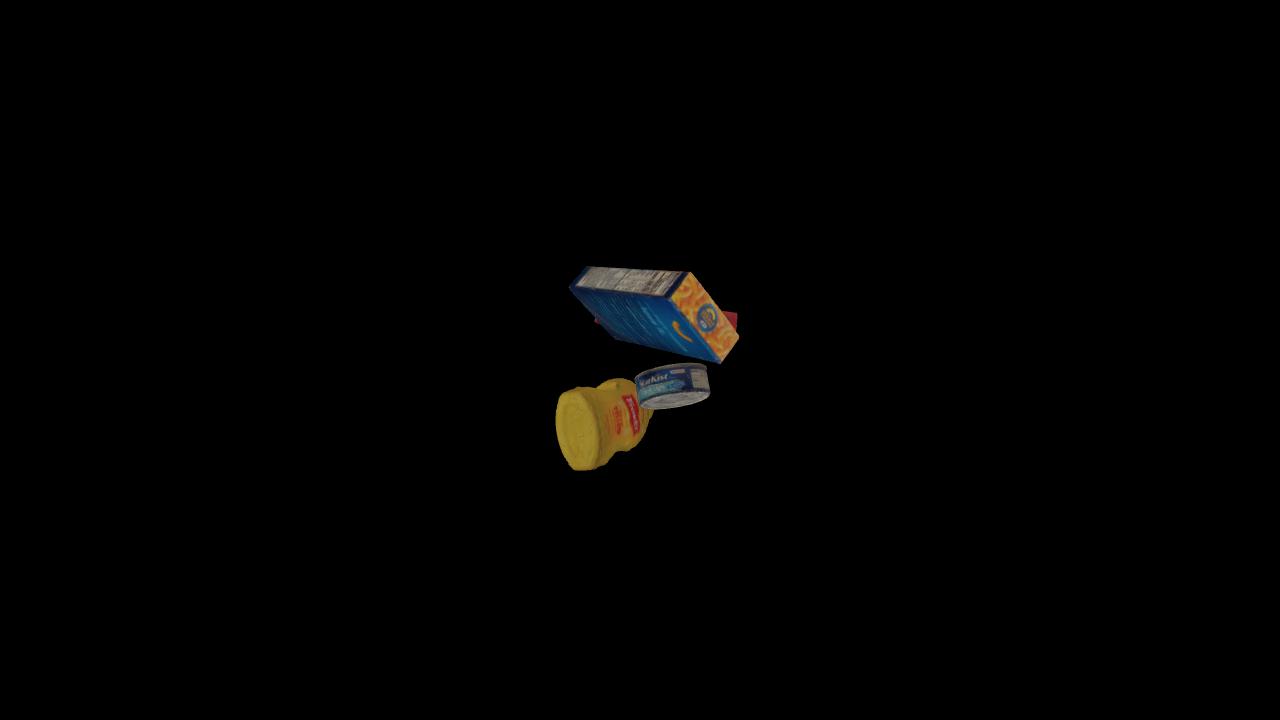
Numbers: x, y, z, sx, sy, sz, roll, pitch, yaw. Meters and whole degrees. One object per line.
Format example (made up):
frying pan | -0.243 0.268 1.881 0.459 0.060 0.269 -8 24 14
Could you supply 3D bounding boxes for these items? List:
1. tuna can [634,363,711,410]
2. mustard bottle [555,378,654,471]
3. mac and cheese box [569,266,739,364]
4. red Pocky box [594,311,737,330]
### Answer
tuna can | 0.037 0.031 0.699 0.084 0.034 0.084 -8 -15 -2
mustard bottle | -0.031 0.068 0.744 0.054 0.092 0.184 -14 0 27
mac and cheese box | 0.008 -0.051 0.630 0.184 0.041 0.093 15 -29 53
red Pocky box | 0.028 -0.049 0.716 0.155 0.028 0.083 8 -4 -9
